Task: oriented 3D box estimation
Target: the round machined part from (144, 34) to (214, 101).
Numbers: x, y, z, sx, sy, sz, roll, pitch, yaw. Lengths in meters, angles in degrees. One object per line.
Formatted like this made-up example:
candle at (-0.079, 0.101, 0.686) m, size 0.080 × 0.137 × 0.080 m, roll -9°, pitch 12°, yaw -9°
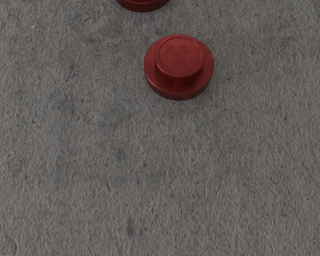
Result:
round machined part at (0.026, -0.091, 0.432) m, size 0.099 × 0.042 × 0.098 m, roll 0°, pitch 70°, yaw 0°

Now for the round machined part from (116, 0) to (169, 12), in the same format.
round machined part at (-0.028, -0.234, 0.484) m, size 0.099 × 0.042 × 0.098 m, roll 0°, pitch 70°, yaw 0°
